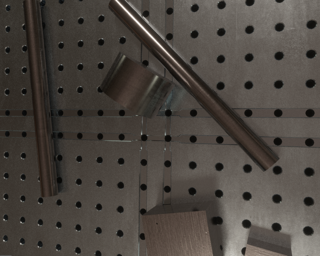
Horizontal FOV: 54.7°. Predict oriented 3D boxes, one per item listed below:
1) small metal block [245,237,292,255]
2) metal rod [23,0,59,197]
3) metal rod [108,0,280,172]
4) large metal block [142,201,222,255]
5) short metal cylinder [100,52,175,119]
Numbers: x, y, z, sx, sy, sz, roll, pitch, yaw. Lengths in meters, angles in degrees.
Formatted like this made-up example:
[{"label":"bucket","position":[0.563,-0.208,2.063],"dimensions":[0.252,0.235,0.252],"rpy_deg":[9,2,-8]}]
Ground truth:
[{"label":"small metal block","position":[0.125,0.165,0.368],"dimensions":[0.050,0.025,0.050],"rpy_deg":[11,94,19]},{"label":"metal rod","position":[-0.183,-0.046,0.475],"dimensions":[0.025,0.025,0.298],"rpy_deg":[-7,88,19]},{"label":"metal rod","position":[0.035,-0.066,0.399],"dimensions":[0.025,0.025,0.300],"rpy_deg":[-45,77,14]},{"label":"large metal block","position":[0.030,0.140,0.388],"dimensions":[0.080,0.050,0.080],"rpy_deg":[-10,87,19]},{"label":"short metal cylinder","position":[-0.028,-0.054,0.392],"dimensions":[0.080,0.080,0.050],"rpy_deg":[35,101,16]}]
